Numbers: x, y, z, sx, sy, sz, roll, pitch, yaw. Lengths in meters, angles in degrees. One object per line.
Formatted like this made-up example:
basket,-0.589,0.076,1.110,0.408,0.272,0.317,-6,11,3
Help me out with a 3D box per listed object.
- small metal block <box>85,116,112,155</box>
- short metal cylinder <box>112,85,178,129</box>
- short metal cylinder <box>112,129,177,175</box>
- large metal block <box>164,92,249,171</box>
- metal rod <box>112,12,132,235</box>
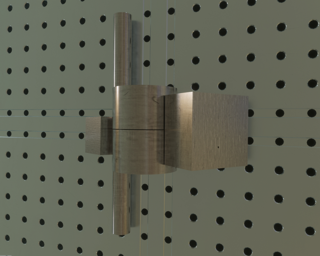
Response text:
small metal block,-0.081,0.010,0.425,0.050,0.025,0.050,0,89,54
short metal cylinder,-0.019,-0.024,0.385,0.080,0.080,0.050,1,90,20
short metal cylinder,-0.019,0.027,0.385,0.080,0.080,0.050,1,90,20
large metal block,0.053,0.003,0.353,0.050,0.081,0.079,2,92,58
metal rod,-0.052,-0.006,0.426,0.025,0.025,0.298,0,90,20
